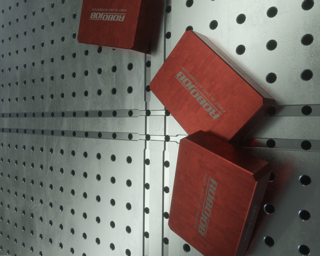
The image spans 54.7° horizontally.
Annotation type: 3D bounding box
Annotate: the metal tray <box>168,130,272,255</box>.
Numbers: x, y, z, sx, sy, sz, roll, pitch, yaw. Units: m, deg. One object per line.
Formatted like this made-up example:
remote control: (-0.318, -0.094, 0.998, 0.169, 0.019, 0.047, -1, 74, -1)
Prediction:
metal tray: (0.057, 0.078, 0.334, 0.090, 0.030, 0.129, 28, 125, 36)

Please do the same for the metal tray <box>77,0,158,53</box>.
metal tray: (-0.067, -0.164, 0.459, 0.130, 0.030, 0.089, 18, 101, 38)

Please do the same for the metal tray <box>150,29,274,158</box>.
metal tray: (0.053, -0.040, 0.361, 0.130, 0.030, 0.090, 52, 120, 27)
